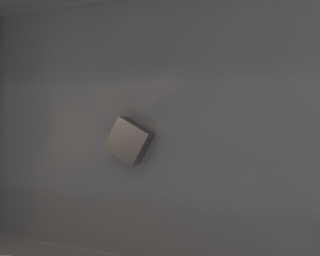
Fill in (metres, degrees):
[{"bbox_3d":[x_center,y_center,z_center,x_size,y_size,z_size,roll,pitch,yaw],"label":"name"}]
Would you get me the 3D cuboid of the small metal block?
[{"bbox_3d":[-0.043,0.018,0.426,0.050,0.025,0.050,31,100,17],"label":"small metal block"}]
